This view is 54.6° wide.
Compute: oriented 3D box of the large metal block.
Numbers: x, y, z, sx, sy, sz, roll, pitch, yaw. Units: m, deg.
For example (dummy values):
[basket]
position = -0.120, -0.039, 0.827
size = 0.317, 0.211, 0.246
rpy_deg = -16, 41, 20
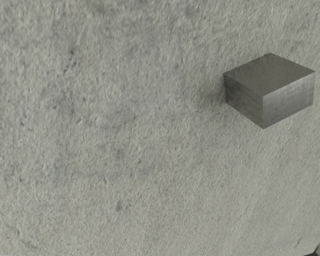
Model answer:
[large metal block]
position = 0.144, -0.053, 0.416
size = 0.080, 0.080, 0.050
rpy_deg = -25, 128, -13
